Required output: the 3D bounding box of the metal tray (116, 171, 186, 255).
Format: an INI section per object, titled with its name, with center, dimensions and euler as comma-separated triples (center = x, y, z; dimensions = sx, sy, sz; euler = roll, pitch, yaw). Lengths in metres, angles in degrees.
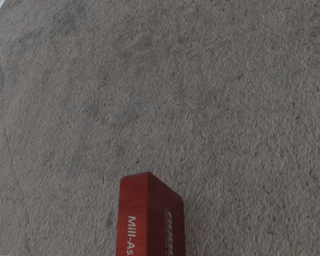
[metal tray]
center = -0.005, 0.118, 0.293
dimensions = 0.030, 0.090, 0.130
euler = -14, 56, 21
